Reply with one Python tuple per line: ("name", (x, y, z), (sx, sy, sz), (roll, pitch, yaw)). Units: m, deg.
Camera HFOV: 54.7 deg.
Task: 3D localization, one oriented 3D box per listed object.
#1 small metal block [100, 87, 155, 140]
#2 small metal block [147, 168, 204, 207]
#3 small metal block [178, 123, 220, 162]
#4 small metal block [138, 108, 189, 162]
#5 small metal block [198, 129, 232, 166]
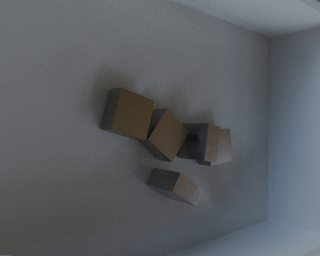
("small metal block", (-0.038, -0.016, 0.373), (0.050, 0.025, 0.050), (20, 78, -39))
("small metal block", (0.020, 0.077, 0.406), (0.050, 0.050, 0.025), (38, 68, -35))
("small metal block", (0.055, 0.020, 0.436), (0.025, 0.050, 0.050), (13, 82, -40))
("small metal block", (0.005, 0.009, 0.409), (0.050, 0.025, 0.050), (46, 62, -30))
("small metal block", (0.084, 0.028, 0.477), (0.050, 0.025, 0.050), (-7, 95, -40))
